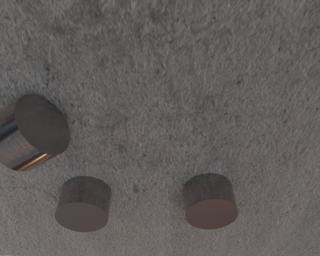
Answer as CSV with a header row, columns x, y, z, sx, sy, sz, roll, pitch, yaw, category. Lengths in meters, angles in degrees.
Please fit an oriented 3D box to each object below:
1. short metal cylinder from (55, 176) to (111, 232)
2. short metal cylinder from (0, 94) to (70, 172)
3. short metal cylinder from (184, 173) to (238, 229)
x,y,z,sx,sy,sz,roll,pitch,yaw,category
-0.120,0.122,0.493,0.081,0.050,0.079,0,130,0,short metal cylinder
-0.157,0.006,0.374,0.050,0.080,0.080,-28,125,21,short metal cylinder
0.079,0.117,0.492,0.081,0.050,0.079,0,130,0,short metal cylinder
